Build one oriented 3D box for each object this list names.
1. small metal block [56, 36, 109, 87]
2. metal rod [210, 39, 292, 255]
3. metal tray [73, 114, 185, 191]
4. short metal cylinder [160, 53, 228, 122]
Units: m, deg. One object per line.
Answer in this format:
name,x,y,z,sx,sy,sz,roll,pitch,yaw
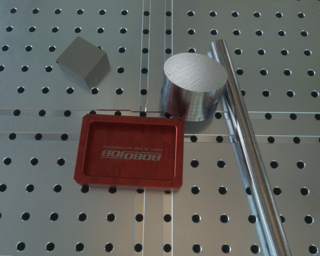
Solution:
small metal block,-0.111,-0.096,0.446,0.050,0.025,0.050,32,73,10
metal rod,0.113,0.015,0.407,0.025,0.025,0.299,-10,70,-4
metal tray,-0.036,0.031,0.397,0.131,0.030,0.090,3,70,0
short metal cylinder,0.042,-0.054,0.404,0.081,0.050,0.080,5,47,-5
